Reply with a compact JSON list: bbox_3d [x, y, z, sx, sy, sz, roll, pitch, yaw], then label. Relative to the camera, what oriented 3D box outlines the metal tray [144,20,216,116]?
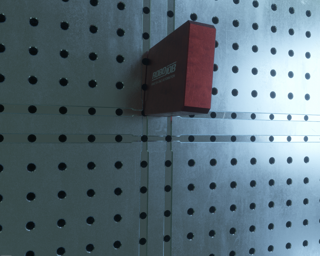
[{"bbox_3d":[0.017,-0.060,0.363,0.030,0.130,0.090,5,89,-20],"label":"metal tray"}]
